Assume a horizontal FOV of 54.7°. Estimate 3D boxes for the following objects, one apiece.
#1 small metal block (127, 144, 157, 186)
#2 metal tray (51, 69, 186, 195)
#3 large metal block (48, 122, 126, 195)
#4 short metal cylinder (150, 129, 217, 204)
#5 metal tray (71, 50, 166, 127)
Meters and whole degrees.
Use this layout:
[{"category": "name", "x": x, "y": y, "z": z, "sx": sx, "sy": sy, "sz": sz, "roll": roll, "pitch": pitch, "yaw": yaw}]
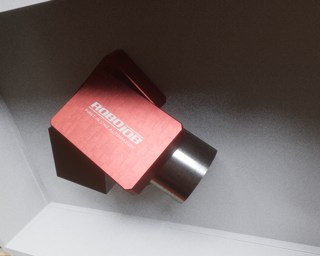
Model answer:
[{"category": "small metal block", "x": -0.017, "y": 0.051, "z": 0.446, "sx": 0.050, "sy": 0.025, "sz": 0.050, "roll": -32, "pitch": 101, "yaw": 38}, {"category": "metal tray", "x": -0.048, "y": 0.001, "z": 0.352, "sx": 0.130, "sy": 0.090, "sz": 0.030, "roll": 36, "pitch": 168, "yaw": 22}, {"category": "large metal block", "x": -0.095, "y": 0.032, "z": 0.417, "sx": 0.080, "sy": 0.050, "sz": 0.079, "roll": 15, "pitch": 125, "yaw": 19}, {"category": "short metal cylinder", "x": 0.027, "y": 0.046, "z": 0.385, "sx": 0.050, "sy": 0.080, "sz": 0.079, "roll": 34, "pitch": 129, "yaw": 5}, {"category": "metal tray", "x": -0.065, "y": -0.030, "z": 0.417, "sx": 0.090, "sy": 0.030, "sz": 0.129, "roll": 47, "pitch": 129, "yaw": -5}]
